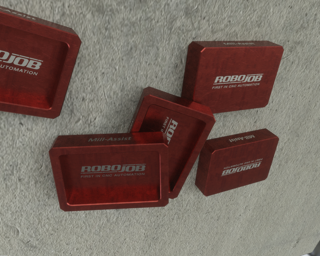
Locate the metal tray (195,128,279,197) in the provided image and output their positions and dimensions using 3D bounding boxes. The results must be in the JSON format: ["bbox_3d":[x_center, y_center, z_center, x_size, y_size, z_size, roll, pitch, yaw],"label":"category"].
[{"bbox_3d":[0.126,0.055,0.506,0.131,0.030,0.089,-10,123,-24],"label":"metal tray"}]

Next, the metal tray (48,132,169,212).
[{"bbox_3d":[-0.056,0.053,0.370,0.131,0.030,0.089,-2,116,-3],"label":"metal tray"}]

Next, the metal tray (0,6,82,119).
[{"bbox_3d":[-0.149,-0.063,0.282,0.131,0.030,0.089,10,114,-33],"label":"metal tray"}]

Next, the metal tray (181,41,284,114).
[{"bbox_3d":[0.096,-0.068,0.414,0.131,0.030,0.089,-8,122,-25],"label":"metal tray"}]

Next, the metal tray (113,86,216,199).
[{"bbox_3d":[0.002,0.023,0.393,0.091,0.030,0.129,18,114,-12],"label":"metal tray"}]
